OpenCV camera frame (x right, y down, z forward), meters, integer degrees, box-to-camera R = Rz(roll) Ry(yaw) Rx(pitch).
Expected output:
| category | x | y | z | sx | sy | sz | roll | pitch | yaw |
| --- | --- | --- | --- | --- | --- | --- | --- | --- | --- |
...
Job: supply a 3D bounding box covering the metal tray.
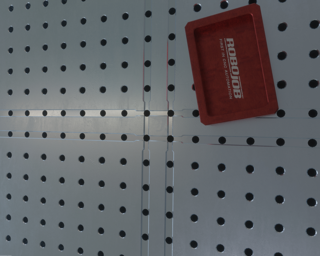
| category | x | y | z | sx | sy | sz | roll | pitch | yaw |
| --- | --- | --- | --- | --- | --- | --- | --- | --- | --- |
| metal tray | 0.087 | -0.074 | 0.379 | 0.090 | 0.030 | 0.129 | -10 | 87 | 19 |
